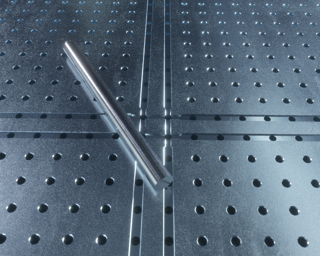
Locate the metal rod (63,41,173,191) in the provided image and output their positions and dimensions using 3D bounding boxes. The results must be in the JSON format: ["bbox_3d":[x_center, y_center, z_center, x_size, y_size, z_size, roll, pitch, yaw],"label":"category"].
[{"bbox_3d":[-0.073,-0.035,0.436,0.025,0.025,0.300,-24,54,-19],"label":"metal rod"}]
